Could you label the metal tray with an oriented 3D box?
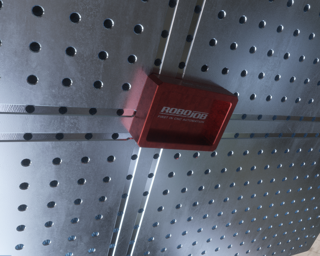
[{"bbox_3d":[0.034,-0.016,0.418,0.131,0.030,0.089,6,115,-32],"label":"metal tray"}]
